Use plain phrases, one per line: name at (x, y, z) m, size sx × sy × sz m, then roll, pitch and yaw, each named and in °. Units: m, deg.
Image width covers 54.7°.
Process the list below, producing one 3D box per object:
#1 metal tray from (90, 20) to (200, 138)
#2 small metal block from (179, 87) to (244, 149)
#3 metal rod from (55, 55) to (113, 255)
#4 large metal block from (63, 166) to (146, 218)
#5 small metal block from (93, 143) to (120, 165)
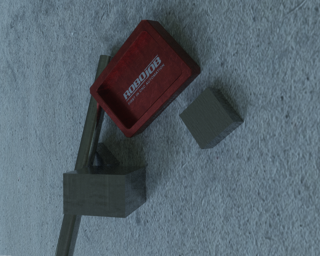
metal tray at (-0.024, -0.060, 0.400) m, size 0.090 × 0.030 × 0.129 m, roll 50°, pitch 119°, yaw 8°
small metal block at (0.058, -0.011, 0.356) m, size 0.050 × 0.025 × 0.050 m, roll -45°, pitch 63°, yaw 30°
metal rod at (-0.108, 0.040, 0.457) m, size 0.025 × 0.025 × 0.298 m, roll 8°, pitch 84°, yaw 39°
large metal block at (-0.069, 0.080, 0.407) m, size 0.080 × 0.080 × 0.050 m, roll -1°, pitch 90°, yaw 15°
small metal block at (-0.095, 0.058, 0.481) m, size 0.050 × 0.025 × 0.050 m, roll 43°, pitch 116°, yaw 31°
